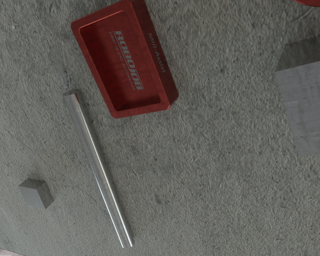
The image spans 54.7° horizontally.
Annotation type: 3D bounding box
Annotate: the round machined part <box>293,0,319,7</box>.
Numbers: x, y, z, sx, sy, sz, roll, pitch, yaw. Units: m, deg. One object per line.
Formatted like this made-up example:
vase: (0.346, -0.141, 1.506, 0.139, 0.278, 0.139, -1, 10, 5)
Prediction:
round machined part: (0.133, -0.144, 0.237, 0.098, 0.042, 0.097, 13, 124, 21)

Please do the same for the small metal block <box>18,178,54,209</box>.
small metal block: (-0.246, 0.131, 0.618, 0.050, 0.025, 0.050, 3, 120, 26)

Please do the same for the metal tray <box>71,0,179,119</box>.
metal tray: (-0.041, -0.080, 0.375, 0.090, 0.030, 0.129, -9, 114, 32)

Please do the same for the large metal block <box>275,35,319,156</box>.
large metal block: (0.143, -0.033, 0.275, 0.050, 0.080, 0.080, -11, 113, 33)

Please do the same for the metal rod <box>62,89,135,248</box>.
metal rod: (-0.093, 0.080, 0.505, 0.025, 0.025, 0.298, 0, 119, 28)
